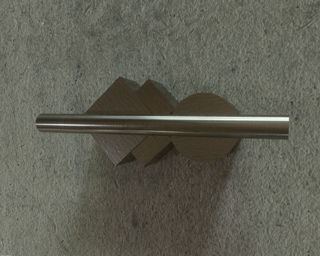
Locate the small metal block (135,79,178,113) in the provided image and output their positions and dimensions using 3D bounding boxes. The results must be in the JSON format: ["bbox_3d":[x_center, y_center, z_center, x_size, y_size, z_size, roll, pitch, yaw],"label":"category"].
[{"bbox_3d":[0.002,-0.033,0.397,0.025,0.050,0.050,-44,77,15],"label":"small metal block"}]

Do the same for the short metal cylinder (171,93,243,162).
[{"bbox_3d":[0.057,-0.001,0.376,0.080,0.050,0.080,0,90,20],"label":"short metal cylinder"}]

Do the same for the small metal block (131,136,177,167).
[{"bbox_3d":[-0.002,0.022,0.399,0.050,0.050,0.025,-44,77,15],"label":"small metal block"}]

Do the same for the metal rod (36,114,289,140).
[{"bbox_3d":[-0.014,-0.004,0.360,0.301,0.025,0.025,1,91,19],"label":"metal rod"}]

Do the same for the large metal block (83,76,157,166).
[{"bbox_3d":[-0.045,-0.009,0.411,0.080,0.050,0.080,-44,77,14],"label":"large metal block"}]
